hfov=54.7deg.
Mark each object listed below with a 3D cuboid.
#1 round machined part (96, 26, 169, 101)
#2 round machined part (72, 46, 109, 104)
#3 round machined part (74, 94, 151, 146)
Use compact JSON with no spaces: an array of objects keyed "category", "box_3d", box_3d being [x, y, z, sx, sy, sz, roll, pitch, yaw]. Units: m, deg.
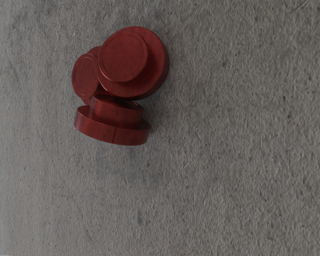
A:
[{"category":"round machined part","box_3d":[-0.041,-0.087,0.406,0.098,0.042,0.097,-2,82,18]},{"category":"round machined part","box_3d":[-0.098,-0.077,0.475,0.098,0.042,0.097,0,90,40]},{"category":"round machined part","box_3d":[-0.059,-0.015,0.406,0.098,0.099,0.042,27,107,37]}]
